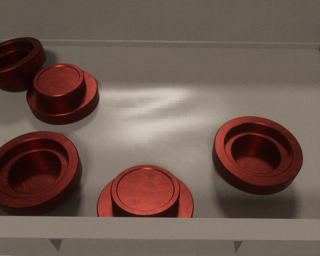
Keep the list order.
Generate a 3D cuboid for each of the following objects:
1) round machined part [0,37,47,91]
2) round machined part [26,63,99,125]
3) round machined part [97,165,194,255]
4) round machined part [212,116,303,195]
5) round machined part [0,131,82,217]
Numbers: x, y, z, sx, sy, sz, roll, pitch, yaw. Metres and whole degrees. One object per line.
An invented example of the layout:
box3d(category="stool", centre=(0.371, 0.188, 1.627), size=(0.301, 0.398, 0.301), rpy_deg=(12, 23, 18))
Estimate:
box3d(category="round machined part", centre=(-0.216, -0.092, 0.460), size=(0.099, 0.042, 0.098), rpy_deg=(-7, 44, 7))
box3d(category="round machined part", centre=(-0.139, -0.054, 0.438), size=(0.099, 0.042, 0.098), rpy_deg=(1, 50, 0))
box3d(category="round machined part", centre=(-0.014, 0.075, 0.316), size=(0.099, 0.042, 0.098), rpy_deg=(1, 36, -1))
box3d(category="round machined part", centre=(0.111, 0.036, 0.366), size=(0.099, 0.042, 0.098), rpy_deg=(0, 50, 0))
box3d(category="round machined part", centre=(-0.137, 0.054, 0.347), size=(0.099, 0.042, 0.098), rpy_deg=(0, 50, 0))
